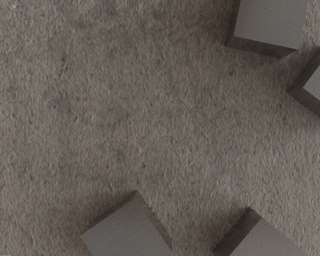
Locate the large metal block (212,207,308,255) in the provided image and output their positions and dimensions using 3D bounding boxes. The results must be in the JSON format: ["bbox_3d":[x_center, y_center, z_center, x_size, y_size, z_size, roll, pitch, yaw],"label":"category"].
[{"bbox_3d":[0.128,0.164,0.399,0.080,0.050,0.080,40,90,-1],"label":"large metal block"}]

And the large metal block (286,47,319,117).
[{"bbox_3d":[0.229,-0.057,0.401,0.080,0.050,0.080,37,90,-1],"label":"large metal block"}]

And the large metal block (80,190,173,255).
[{"bbox_3d":[-0.041,0.140,0.397,0.080,0.050,0.080,-35,90,0],"label":"large metal block"}]

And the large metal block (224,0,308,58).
[{"bbox_3d":[0.136,-0.142,0.399,0.080,0.050,0.080,12,90,-1],"label":"large metal block"}]
